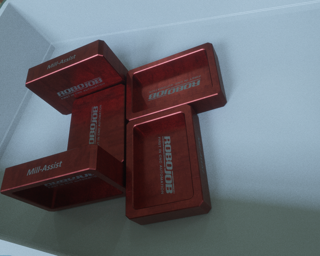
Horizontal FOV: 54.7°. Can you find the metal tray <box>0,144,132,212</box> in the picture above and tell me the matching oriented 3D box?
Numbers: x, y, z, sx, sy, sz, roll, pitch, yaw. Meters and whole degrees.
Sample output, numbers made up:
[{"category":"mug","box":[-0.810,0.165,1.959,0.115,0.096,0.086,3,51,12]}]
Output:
[{"category":"metal tray","box":[-0.109,0.065,0.376,0.130,0.090,0.030,-16,56,19]}]

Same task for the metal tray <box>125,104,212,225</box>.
[{"category":"metal tray","box":[0.006,0.042,0.371,0.090,0.030,0.130,-16,55,18]}]

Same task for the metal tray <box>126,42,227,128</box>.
[{"category":"metal tray","box":[0.018,-0.056,0.424,0.130,0.030,0.090,-16,55,18]}]

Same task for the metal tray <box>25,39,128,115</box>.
[{"category":"metal tray","box":[-0.118,-0.070,0.462,0.130,0.090,0.030,-17,55,18]}]

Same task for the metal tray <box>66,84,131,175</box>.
[{"category":"metal tray","box":[-0.083,0.007,0.436,0.090,0.030,0.130,-16,55,18]}]
